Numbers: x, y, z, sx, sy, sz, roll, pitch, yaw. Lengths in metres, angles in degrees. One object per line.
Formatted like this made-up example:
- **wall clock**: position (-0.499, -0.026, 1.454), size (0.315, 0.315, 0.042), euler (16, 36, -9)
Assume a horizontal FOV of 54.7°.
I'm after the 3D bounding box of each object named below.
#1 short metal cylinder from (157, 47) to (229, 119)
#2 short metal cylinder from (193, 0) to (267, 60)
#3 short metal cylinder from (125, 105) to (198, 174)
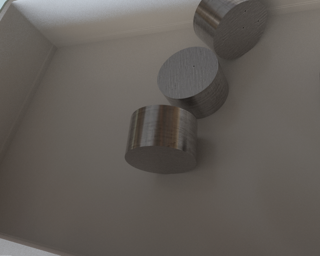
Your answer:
- **short metal cylinder**: position (0.043, -0.058, 0.403), size (0.080, 0.050, 0.080), euler (-13, 56, 21)
- **short metal cylinder**: position (0.091, -0.138, 0.407), size (0.080, 0.080, 0.050), euler (-37, 51, 4)
- **short metal cylinder**: position (0.003, 0.016, 0.359), size (0.080, 0.080, 0.050), euler (-8, 58, 24)
